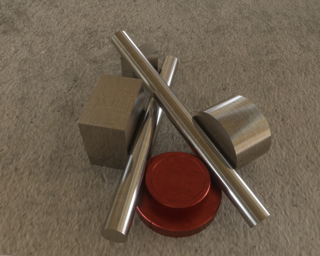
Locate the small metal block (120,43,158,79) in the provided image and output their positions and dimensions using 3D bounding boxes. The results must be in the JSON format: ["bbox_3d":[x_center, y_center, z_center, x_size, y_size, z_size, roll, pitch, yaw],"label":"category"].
[{"bbox_3d":[-0.030,-0.091,0.464,0.025,0.050,0.050,38,59,27],"label":"small metal block"}]

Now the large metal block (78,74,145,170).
[{"bbox_3d":[-0.053,-0.006,0.373,0.050,0.080,0.080,9,51,7],"label":"large metal block"}]

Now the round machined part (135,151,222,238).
[{"bbox_3d":[0.019,0.065,0.340,0.099,0.042,0.098,0,50,0],"label":"round machined part"}]

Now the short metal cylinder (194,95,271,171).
[{"bbox_3d":[0.082,0.008,0.364,0.050,0.080,0.080,-26,55,-20],"label":"short metal cylinder"}]

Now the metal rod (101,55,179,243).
[{"bbox_3d":[-0.012,-0.003,0.388,0.025,0.025,0.300,9,44,7],"label":"metal rod"}]

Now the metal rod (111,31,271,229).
[{"bbox_3d":[0.022,-0.016,0.374,0.025,0.025,0.300,-26,64,-20],"label":"metal rod"}]
